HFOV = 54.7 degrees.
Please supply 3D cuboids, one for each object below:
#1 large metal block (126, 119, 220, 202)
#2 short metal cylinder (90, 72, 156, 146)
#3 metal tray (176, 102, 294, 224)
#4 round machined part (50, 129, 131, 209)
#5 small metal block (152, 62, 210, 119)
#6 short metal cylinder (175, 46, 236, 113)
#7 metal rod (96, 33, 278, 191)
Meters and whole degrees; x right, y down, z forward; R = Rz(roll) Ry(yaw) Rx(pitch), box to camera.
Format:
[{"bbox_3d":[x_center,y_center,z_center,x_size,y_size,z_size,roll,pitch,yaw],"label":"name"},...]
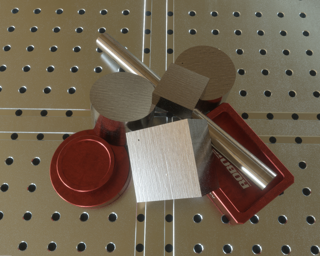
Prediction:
[{"bbox_3d":[0.014,0.037,0.353,0.080,0.050,0.080,-13,84,30],"label":"large metal block"},{"bbox_3d":[-0.047,-0.025,0.391,0.081,0.050,0.080,5,53,-6],"label":"short metal cylinder"},{"bbox_3d":[0.088,0.042,0.390,0.090,0.030,0.130,-35,74,-12],"label":"metal tray"},{"bbox_3d":[-0.086,0.047,0.380,0.099,0.042,0.098,0,70,0],"label":"round machined part"},{"bbox_3d":[0.024,-0.043,0.368,0.050,0.025,0.050,25,64,9],"label":"small metal block"},{"bbox_3d":[0.057,-0.063,0.418,0.081,0.050,0.080,0,70,0],"label":"short metal cylinder"},{"bbox_3d":[0.018,-0.034,0.394,0.025,0.025,0.300,-41,66,-14],"label":"metal rod"}]
